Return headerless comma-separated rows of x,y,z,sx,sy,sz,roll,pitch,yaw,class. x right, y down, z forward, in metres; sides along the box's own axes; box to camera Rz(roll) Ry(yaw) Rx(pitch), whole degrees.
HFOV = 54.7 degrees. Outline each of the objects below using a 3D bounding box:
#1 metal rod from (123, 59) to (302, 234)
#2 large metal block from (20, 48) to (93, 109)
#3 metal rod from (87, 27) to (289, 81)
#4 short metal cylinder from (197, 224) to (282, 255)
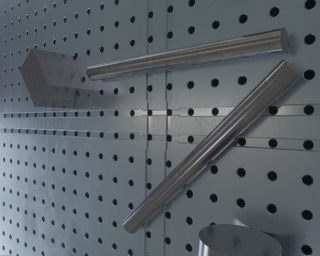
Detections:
0.043,0.041,0.373,0.299,0.025,0.025,-49,61,28,metal rod
-0.173,-0.080,0.516,0.050,0.081,0.080,-45,63,31,large metal block
0.008,-0.088,0.402,0.300,0.025,0.025,0,90,40,metal rod
0.077,0.136,0.310,0.080,0.081,0.050,8,95,40,short metal cylinder
